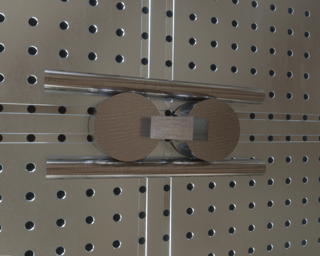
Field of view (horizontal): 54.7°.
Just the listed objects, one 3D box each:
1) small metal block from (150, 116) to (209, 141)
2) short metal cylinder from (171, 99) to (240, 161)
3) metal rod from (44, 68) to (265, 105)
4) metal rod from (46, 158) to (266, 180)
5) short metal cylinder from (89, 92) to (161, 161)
[{"bbox_3d":[0.024,0.001,0.355,0.050,0.050,0.025,6,86,-63],"label":"small metal block"},{"bbox_3d":[0.059,0.003,0.418,0.081,0.050,0.079,0,90,-20],"label":"short metal cylinder"},{"bbox_3d":[0.008,-0.052,0.412,0.302,0.025,0.025,2,90,-20],"label":"metal rod"},{"bbox_3d":[0.009,0.053,0.413,0.302,0.025,0.025,2,89,-20],"label":"metal rod"},{"bbox_3d":[-0.043,-0.001,0.380,0.081,0.050,0.079,0,90,-20],"label":"short metal cylinder"}]
